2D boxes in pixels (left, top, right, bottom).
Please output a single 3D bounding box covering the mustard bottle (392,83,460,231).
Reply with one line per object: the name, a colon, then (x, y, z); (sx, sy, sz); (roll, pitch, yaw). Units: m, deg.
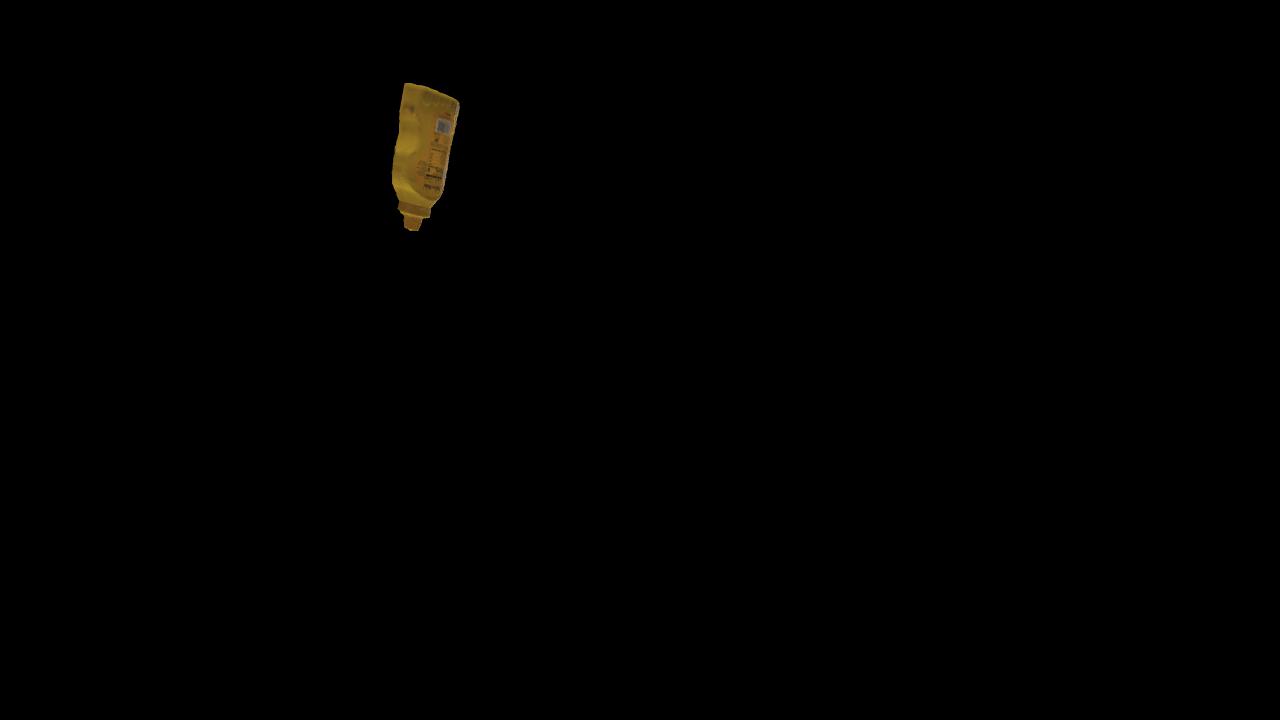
mustard bottle: (-0.292, -0.264, 0.824); (0.054, 0.184, 0.092); (16, 13, 7)
